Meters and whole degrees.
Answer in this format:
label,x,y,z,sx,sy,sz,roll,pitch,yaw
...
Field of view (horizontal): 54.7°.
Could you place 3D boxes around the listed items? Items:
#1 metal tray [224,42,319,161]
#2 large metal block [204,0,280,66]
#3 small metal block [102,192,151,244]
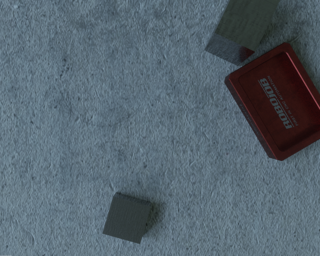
label,x,y,z,sx,sy,sz,roll,pitch,yaw
metal tray,0.157,-0.034,0.408,0.090,0.030,0.130,-31,90,0
large metal block,0.100,-0.131,0.383,0.050,0.080,0.080,25,90,0
small metal block,-0.043,0.118,0.410,0.050,0.025,0.050,16,90,0
